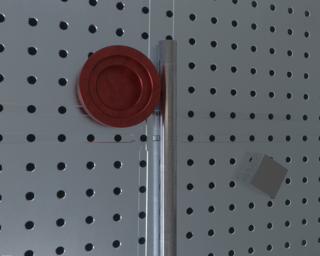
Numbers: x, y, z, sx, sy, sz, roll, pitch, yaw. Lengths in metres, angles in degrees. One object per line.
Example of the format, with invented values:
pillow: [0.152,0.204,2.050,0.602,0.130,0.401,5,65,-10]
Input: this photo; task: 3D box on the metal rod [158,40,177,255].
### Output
metal rod: [0.010,0.034,0.416,0.025,0.025,0.298,0,90,-20]

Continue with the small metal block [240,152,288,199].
small metal block: [0.159,0.072,0.472,0.050,0.025,0.050,33,79,-17]

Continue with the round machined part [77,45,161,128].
round machined part: [-0.052,-0.049,0.384,0.099,0.042,0.097,0,90,-20]
